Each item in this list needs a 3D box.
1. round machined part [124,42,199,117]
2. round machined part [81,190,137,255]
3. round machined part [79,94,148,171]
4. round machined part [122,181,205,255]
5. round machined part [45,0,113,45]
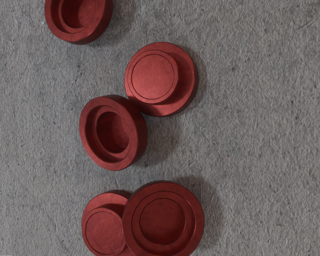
[{"bbox_3d":[-0.002,-0.063,0.401,0.098,0.042,0.097,0,90,20],"label":"round machined part"},{"bbox_3d":[-0.066,0.137,0.423,0.098,0.042,0.097,0,90,20],"label":"round machined part"},{"bbox_3d":[-0.057,0.004,0.410,0.098,0.042,0.097,9,108,30],"label":"round machined part"},{"bbox_3d":[0.002,0.114,0.385,0.099,0.042,0.097,0,86,-8],"label":"round machined part"},{"bbox_3d":[-0.110,-0.166,0.439,0.098,0.042,0.097,0,90,20],"label":"round machined part"}]
